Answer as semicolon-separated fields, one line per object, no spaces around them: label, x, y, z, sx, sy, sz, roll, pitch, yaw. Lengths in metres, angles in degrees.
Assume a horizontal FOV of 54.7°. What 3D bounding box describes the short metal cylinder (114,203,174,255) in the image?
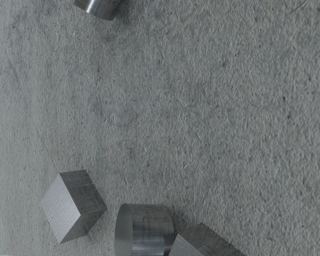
short metal cylinder;-0.022;0.135;0.385;0.080;0.050;0.080;-172;90;-69

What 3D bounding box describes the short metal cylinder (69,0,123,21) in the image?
short metal cylinder;-0.092;-0.199;0.445;0.080;0.081;0.050;49;119;29

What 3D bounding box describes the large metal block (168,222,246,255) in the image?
large metal block;0.051;0.168;0.347;0.080;0.050;0.079;31;109;35

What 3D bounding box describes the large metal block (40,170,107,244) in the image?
large metal block;-0.143;0.127;0.507;0.080;0.050;0.080;-52;60;27
